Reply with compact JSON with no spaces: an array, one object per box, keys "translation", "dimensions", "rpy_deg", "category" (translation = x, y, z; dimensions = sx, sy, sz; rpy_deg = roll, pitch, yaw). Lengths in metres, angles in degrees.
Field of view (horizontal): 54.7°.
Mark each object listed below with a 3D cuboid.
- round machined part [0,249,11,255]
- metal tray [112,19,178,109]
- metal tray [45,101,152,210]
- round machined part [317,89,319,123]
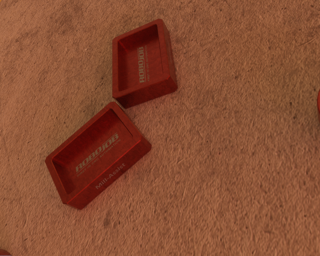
[{"translation":[-0.236,0.201,0.391],"dimensions":[0.098,0.042,0.098],"rpy_deg":[-13,56,20],"category":"round machined part"},{"translation":[-0.027,-0.100,0.474],"dimensions":[0.090,0.030,0.130],"rpy_deg":[-18,55,17],"category":"metal tray"},{"translation":[-0.087,0.035,0.422],"dimensions":[0.130,0.030,0.090],"rpy_deg":[-41,51,0],"category":"metal tray"},{"translation":[0.205,-0.017,0.296],"dimensions":[0.098,0.042,0.098],"rpy_deg":[-13,56,20],"category":"round machined part"}]
